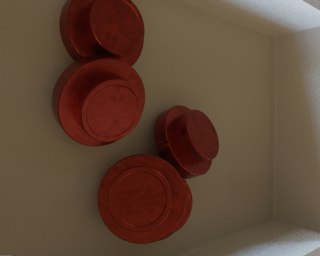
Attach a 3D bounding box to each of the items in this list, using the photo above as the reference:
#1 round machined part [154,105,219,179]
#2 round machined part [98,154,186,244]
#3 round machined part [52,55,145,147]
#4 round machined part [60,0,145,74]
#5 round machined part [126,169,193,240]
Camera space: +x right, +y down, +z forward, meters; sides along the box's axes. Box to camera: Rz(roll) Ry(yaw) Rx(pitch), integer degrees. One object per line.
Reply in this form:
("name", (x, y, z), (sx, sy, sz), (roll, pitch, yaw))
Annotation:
("round machined part", (0.041, 0.014, 0.408), (0.098, 0.042, 0.098), (28, 50, -38))
("round machined part", (-0.020, 0.078, 0.343), (0.099, 0.042, 0.098), (0, 79, 2))
("round machined part", (-0.057, -0.024, 0.325), (0.099, 0.042, 0.097), (-17, 122, -29))
("round machined part", (-0.057, -0.111, 0.348), (0.099, 0.042, 0.097), (0, 90, -40))
("round machined part", (0.004, 0.096, 0.399), (0.099, 0.042, 0.097), (0, 90, -40))
